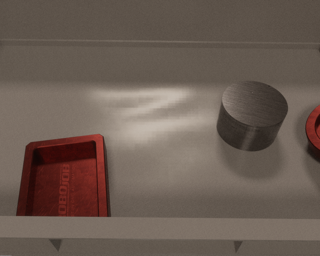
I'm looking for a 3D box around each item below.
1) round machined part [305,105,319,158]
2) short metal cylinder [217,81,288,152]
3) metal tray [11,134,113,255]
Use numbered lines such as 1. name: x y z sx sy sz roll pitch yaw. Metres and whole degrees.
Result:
1. round machined part: 0.232 0.009 0.374 0.098 0.042 0.098 -19 43 19
2. short metal cylinder: 0.118 -0.016 0.404 0.081 0.050 0.080 0 50 0
3. metal tray: -0.103 0.070 0.341 0.091 0.030 0.130 -7 50 -6
